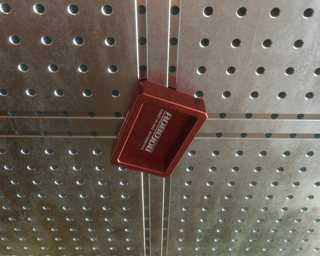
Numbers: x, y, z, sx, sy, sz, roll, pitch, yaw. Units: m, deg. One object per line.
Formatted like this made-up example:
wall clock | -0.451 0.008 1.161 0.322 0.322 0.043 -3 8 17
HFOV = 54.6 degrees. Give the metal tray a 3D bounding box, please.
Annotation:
metal tray | -0.006 0.007 0.414 0.091 0.030 0.129 16 129 -14
